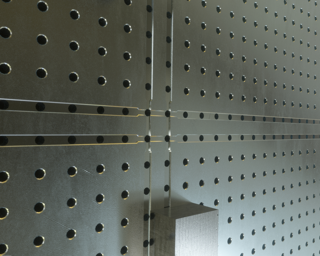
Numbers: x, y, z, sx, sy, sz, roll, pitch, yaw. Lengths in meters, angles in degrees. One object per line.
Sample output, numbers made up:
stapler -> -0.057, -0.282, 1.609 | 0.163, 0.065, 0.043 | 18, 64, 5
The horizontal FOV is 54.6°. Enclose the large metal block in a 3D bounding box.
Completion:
large metal block -> 0.033, 0.151, 0.420 | 0.081, 0.050, 0.080 | 2, 89, -40
